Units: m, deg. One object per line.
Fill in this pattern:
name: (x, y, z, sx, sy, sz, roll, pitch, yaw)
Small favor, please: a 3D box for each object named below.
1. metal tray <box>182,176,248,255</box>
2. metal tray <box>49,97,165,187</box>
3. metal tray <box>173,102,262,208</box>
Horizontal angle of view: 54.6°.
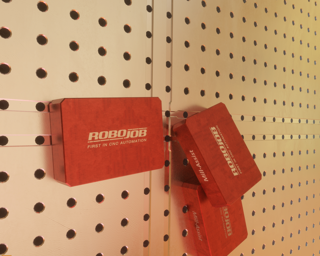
metal tray: (0.088, 0.130, 0.479, 0.091, 0.030, 0.129, -22, 104, -38)
metal tray: (-0.055, 0.010, 0.359, 0.131, 0.030, 0.090, -5, 94, -40)
metal tray: (0.085, 0.036, 0.449, 0.091, 0.030, 0.130, -25, 87, -38)
